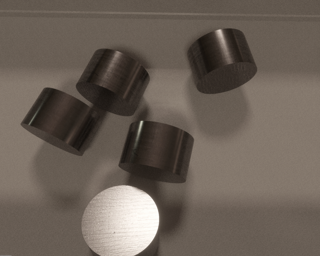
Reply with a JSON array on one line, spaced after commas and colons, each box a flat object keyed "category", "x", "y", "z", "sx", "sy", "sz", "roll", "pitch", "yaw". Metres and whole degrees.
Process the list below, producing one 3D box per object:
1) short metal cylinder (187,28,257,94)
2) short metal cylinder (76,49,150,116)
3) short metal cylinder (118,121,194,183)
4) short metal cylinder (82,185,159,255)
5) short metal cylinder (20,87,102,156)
[{"category": "short metal cylinder", "x": 0.082, "y": -0.086, "z": 0.413, "sx": 0.081, "sy": 0.080, "sz": 0.050, "roll": -12, "pitch": 71, "yaw": -5}, {"category": "short metal cylinder", "x": -0.060, "y": -0.057, "z": 0.401, "sx": 0.080, "sy": 0.080, "sz": 0.050, "roll": 21, "pitch": 71, "yaw": 7}, {"category": "short metal cylinder", "x": -0.004, "y": 0.031, "z": 0.369, "sx": 0.080, "sy": 0.080, "sz": 0.050, "roll": 12, "pitch": 71, "yaw": 4}, {"category": "short metal cylinder", "x": -0.041, "y": 0.111, "z": 0.343, "sx": 0.081, "sy": 0.050, "sz": 0.080, "roll": 0, "pitch": 51, "yaw": 0}, {"category": "short metal cylinder", "x": -0.120, "y": -0.006, "z": 0.381, "sx": 0.080, "sy": 0.080, "sz": 0.050, "roll": 23, "pitch": 72, "yaw": 8}]
